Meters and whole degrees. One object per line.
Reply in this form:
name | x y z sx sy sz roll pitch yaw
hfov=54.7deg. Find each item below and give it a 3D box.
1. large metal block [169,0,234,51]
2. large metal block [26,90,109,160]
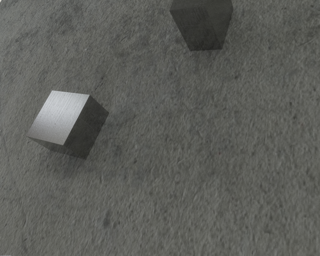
large metal block | 0.062 -0.168 0.438 0.050 0.080 0.080 5 64 30
large metal block | -0.136 -0.006 0.461 0.080 0.050 0.080 10 66 32
